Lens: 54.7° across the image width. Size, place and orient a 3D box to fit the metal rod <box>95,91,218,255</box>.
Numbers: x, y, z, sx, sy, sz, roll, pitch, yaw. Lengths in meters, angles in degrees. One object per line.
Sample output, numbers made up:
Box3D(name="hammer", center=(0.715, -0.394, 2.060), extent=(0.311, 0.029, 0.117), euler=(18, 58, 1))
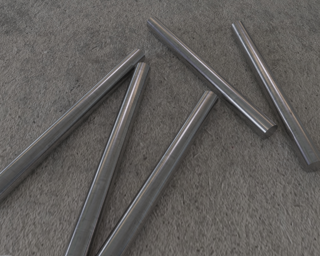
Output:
Box3D(name="metal rod", center=(-0.001, 0.058, 0.354), extent=(0.025, 0.025, 0.301), euler=(23, 53, 18))

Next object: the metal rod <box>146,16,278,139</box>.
Box3D(name="metal rod", center=(0.064, -0.093, 0.481), extent=(0.025, 0.025, 0.300), euler=(-25, 54, -20))

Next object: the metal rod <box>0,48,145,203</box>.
Box3D(name="metal rod", center=(-0.112, -0.019, 0.418), extent=(0.025, 0.025, 0.301), euler=(25, 54, 19))

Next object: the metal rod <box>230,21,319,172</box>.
Box3D(name="metal rod", center=(0.161, -0.068, 0.460), extent=(0.025, 0.025, 0.300), euler=(-7, 50, -6))

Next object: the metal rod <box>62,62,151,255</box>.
Box3D(name="metal rod", center=(-0.055, 0.021, 0.384), extent=(0.025, 0.025, 0.300), euler=(9, 50, 7))
